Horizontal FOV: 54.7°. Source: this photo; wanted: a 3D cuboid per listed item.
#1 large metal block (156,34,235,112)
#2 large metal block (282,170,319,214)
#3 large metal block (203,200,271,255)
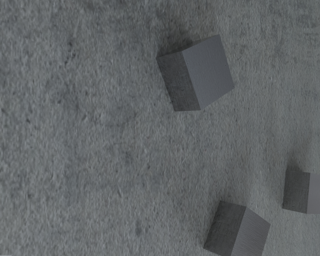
[{"bbox_3d":[0.052,-0.077,0.434,0.081,0.050,0.080,-33,111,-35],"label":"large metal block"},{"bbox_3d":[0.304,0.134,0.648,0.081,0.050,0.080,14,81,-40],"label":"large metal block"},{"bbox_3d":[0.126,0.173,0.497,0.080,0.050,0.080,38,67,-34],"label":"large metal block"}]
